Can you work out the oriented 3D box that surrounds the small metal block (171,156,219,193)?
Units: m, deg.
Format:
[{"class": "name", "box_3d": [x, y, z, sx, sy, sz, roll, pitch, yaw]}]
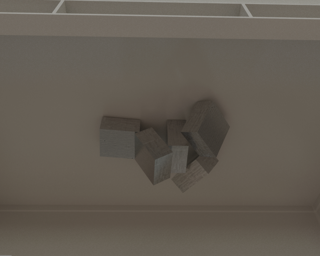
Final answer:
[{"class": "small metal block", "box_3d": [0.050, 0.059, 0.439, 0.025, 0.050, 0.050, 50, 120, 6]}]

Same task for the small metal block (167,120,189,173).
[{"class": "small metal block", "box_3d": [0.022, 0.024, 0.412, 0.025, 0.050, 0.050, 1, 130, -1]}]

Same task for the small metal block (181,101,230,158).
[{"class": "small metal block", "box_3d": [0.058, 0.002, 0.389, 0.025, 0.050, 0.050, 0, 140, 44]}]

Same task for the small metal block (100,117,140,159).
[{"class": "small metal block", "box_3d": [-0.054, 0.014, 0.417, 0.050, 0.025, 0.050, 5, 130, -5]}]

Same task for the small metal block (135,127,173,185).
[{"class": "small metal block", "box_3d": [-0.009, 0.036, 0.397, 0.025, 0.050, 0.050, -21, 138, -24]}]
